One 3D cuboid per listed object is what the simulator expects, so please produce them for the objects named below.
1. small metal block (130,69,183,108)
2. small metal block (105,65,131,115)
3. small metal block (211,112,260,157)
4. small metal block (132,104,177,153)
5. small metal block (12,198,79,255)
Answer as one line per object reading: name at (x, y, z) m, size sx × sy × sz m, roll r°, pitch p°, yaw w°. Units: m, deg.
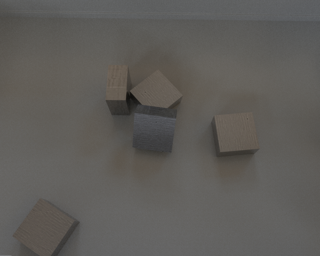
small metal block at (-0.005, -0.043, 0.423) m, size 0.050 × 0.025 × 0.050 m, roll -40°, pitch 80°, yaw -13°
small metal block at (-0.054, -0.049, 0.414) m, size 0.025 × 0.050 × 0.050 m, roll 1°, pitch 70°, yaw 1°
small metal block at (0.098, 0.009, 0.407) m, size 0.050 × 0.025 × 0.050 m, roll -5°, pitch 70°, yaw -2°
small metal block at (-0.007, 0.001, 0.394) m, size 0.050 × 0.050 × 0.025 m, roll 8°, pitch 29°, yaw 3°
small metal block at (-0.133, 0.119, 0.365) m, size 0.050 × 0.025 × 0.050 m, roll 30°, pitch 73°, yaw 10°
